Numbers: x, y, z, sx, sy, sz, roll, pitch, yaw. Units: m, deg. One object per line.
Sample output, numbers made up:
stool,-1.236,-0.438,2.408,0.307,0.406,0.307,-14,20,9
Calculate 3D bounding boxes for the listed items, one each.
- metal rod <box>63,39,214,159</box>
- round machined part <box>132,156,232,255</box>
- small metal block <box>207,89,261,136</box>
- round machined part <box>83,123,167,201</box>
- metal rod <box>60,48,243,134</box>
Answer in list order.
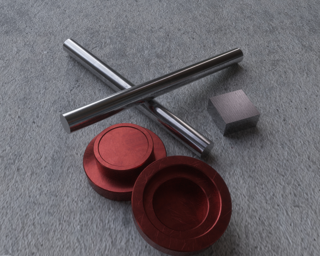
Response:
metal rod,-0.046,-0.055,0.449,0.025,0.025,0.300,-37,59,-27
round machined part,0.020,0.081,0.319,0.099,0.042,0.098,3,56,-4
small metal block,0.099,-0.022,0.422,0.050,0.025,0.050,-15,52,-13
round machined part,-0.041,0.032,0.365,0.099,0.042,0.098,0,50,0
metal rod,0.009,-0.061,0.427,0.302,0.025,0.025,-26,54,-31
